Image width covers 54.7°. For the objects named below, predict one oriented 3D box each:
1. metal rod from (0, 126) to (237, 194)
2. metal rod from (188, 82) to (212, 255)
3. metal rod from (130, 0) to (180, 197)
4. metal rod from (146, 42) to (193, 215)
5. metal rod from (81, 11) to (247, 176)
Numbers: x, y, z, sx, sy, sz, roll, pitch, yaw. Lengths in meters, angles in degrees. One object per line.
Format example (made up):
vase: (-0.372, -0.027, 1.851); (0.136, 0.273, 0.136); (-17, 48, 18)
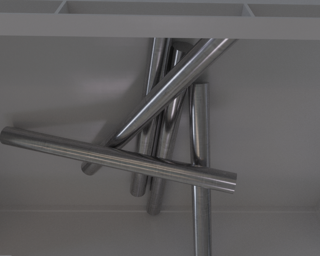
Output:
metal rod: (-0.058, 0.037, 0.387); (0.301, 0.025, 0.025); (11, 131, 9)
metal rod: (0.054, 0.090, 0.405); (0.025, 0.025, 0.298); (-3, 105, 2)
metal rod: (-0.014, -0.012, 0.398); (0.025, 0.025, 0.298); (6, 130, -6)
metal rod: (0.008, 0.025, 0.430); (0.025, 0.025, 0.298); (5, 130, -5)
metal rod: (-0.020, -0.016, 0.362); (0.025, 0.025, 0.299); (28, 134, -22)
